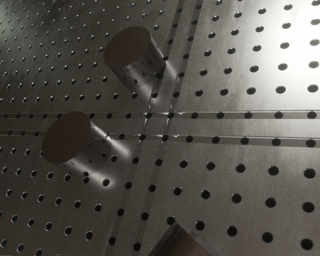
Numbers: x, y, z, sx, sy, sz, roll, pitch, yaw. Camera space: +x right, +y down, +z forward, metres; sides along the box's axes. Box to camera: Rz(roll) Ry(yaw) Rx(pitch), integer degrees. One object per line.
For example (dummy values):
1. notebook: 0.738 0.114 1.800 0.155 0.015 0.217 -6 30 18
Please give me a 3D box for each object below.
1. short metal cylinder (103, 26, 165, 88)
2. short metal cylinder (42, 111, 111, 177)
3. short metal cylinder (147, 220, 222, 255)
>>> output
1. short metal cylinder: -0.040 -0.109 0.478 0.080 0.050 0.080 -13 56 21
2. short metal cylinder: -0.117 0.023 0.437 0.080 0.050 0.080 -13 56 20
3. short metal cylinder: 0.030 0.129 0.278 0.080 0.080 0.050 34 81 38
